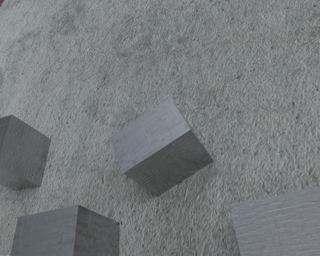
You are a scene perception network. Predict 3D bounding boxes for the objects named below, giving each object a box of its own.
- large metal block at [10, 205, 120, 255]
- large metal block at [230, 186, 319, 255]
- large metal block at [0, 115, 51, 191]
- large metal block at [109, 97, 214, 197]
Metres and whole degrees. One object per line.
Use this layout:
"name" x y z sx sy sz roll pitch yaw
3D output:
"large metal block" -0.101 0.127 0.344 0.080 0.080 0.050 -15 56 19
"large metal block" 0.113 0.103 0.265 0.080 0.050 0.080 -17 55 18
"large metal block" -0.216 0.039 0.459 0.050 0.080 0.080 -13 56 21
"large metal block" 0.004 0.025 0.351 0.080 0.080 0.050 -34 52 6
